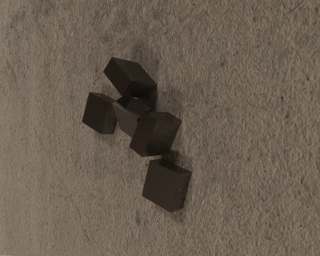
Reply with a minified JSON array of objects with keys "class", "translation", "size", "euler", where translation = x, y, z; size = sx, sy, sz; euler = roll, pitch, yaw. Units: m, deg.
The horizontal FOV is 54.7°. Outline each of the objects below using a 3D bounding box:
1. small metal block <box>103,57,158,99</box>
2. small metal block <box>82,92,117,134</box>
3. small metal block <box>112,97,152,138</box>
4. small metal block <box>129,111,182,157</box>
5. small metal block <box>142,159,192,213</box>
[{"class":"small metal block","translation":[-0.040,-0.067,0.420],"size":[0.050,0.050,0.025],"euler":[52,120,27]},{"class":"small metal block","translation":[-0.090,-0.023,0.477],"size":[0.050,0.025,0.050],"euler":[28,107,36]},{"class":"small metal block","translation":[-0.033,-0.011,0.413],"size":[0.050,0.025,0.050],"euler":[32,149,35]},{"class":"small metal block","translation":[-0.005,0.007,0.391],"size":[0.025,0.050,0.050],"euler":[34,111,34]},{"class":"small metal block","translation":[0.008,0.072,0.397],"size":[0.050,0.025,0.050],"euler":[21,103,37]}]
